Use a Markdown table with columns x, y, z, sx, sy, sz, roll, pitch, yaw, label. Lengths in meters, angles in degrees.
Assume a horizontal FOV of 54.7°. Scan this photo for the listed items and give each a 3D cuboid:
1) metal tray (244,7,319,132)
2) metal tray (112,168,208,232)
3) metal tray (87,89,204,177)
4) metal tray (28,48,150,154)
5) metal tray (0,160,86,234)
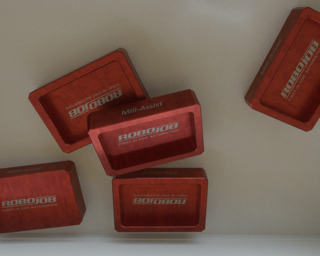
| x | y | z | sx | sy | sz | roll | pitch | yaw | label |
| --- | --- | --- | --- | --- | --- | --- | --- | --- | --- |
| 0.177 | -0.070 | 0.385 | 0.090 | 0.030 | 0.129 | 22 | 108 | -9 | metal tray |
| 0.000 | 0.104 | 0.447 | 0.131 | 0.030 | 0.089 | 0 | 110 | -1 | metal tray |
| -0.014 | 0.009 | 0.386 | 0.131 | 0.030 | 0.090 | -14 | 134 | -2 | metal tray |
| -0.085 | -0.033 | 0.395 | 0.130 | 0.030 | 0.090 | -24 | 109 | 8 | metal tray |
| -0.181 | 0.100 | 0.443 | 0.131 | 0.030 | 0.089 | -7 | 110 | 2 | metal tray |
